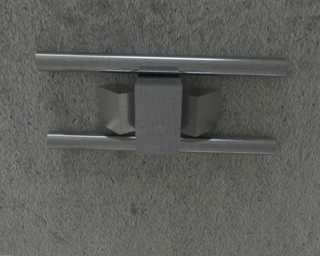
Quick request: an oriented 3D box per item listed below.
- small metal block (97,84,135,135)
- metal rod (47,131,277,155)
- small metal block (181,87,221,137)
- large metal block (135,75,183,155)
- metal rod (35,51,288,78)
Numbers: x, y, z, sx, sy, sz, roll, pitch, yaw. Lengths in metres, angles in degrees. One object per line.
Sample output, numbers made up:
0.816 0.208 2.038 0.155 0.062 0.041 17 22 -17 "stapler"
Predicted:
-0.054 -0.025 0.386 0.025 0.050 0.050 -15 116 -37 "small metal block"
0.003 0.020 0.418 0.302 0.025 0.025 2 110 -1 "metal rod"
0.050 -0.021 0.389 0.025 0.050 0.050 17 115 38 "small metal block"
-0.002 -0.021 0.376 0.050 0.080 0.079 1 110 -1 "large metal block"
0.003 -0.078 0.382 0.302 0.025 0.025 1 110 -1 "metal rod"
